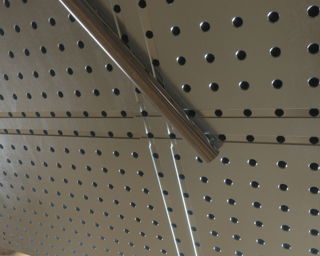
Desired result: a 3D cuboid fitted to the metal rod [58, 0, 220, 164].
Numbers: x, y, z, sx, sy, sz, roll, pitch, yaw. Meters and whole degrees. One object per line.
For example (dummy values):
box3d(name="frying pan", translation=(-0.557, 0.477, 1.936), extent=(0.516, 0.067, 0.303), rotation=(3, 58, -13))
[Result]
box3d(name="metal rod", translation=(-0.033, -0.073, 0.383), extent=(0.300, 0.025, 0.025), rotation=(48, 129, -6))
